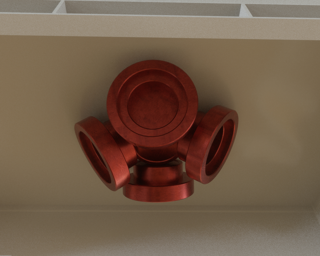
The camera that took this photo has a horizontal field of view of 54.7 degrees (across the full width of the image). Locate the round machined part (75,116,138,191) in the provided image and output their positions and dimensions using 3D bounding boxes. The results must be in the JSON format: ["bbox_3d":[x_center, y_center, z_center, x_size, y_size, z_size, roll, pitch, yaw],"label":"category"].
[{"bbox_3d":[-0.065,0.028,0.394,0.042,0.098,0.097,-31,135,-24],"label":"round machined part"}]

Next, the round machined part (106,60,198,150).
[{"bbox_3d":[-0.007,-0.024,0.351,0.099,0.098,0.042,-3,168,2],"label":"round machined part"}]

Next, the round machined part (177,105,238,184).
[{"bbox_3d":[0.057,0.017,0.388,0.042,0.099,0.097,23,137,28],"label":"round machined part"}]

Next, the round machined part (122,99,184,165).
[{"bbox_3d":[-0.004,0.010,0.404,0.099,0.042,0.097,-1,130,0],"label":"round machined part"}]

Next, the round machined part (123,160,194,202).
[{"bbox_3d":[-0.003,0.067,0.428,0.099,0.098,0.042,-1,94,0],"label":"round machined part"}]
